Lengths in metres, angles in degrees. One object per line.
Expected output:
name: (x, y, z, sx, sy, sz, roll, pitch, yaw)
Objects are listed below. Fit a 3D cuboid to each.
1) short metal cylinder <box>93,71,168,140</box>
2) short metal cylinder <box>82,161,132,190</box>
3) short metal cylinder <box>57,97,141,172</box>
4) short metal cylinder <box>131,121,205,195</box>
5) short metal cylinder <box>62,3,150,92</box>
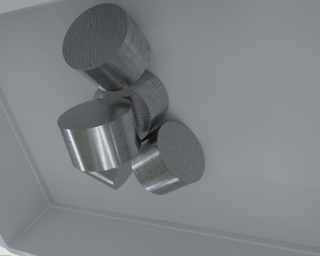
short metal cylinder: (-0.036, -0.029, 0.391, 0.080, 0.050, 0.079, 13, 124, 21)
short metal cylinder: (-0.064, 0.038, 0.428, 0.050, 0.080, 0.079, 26, 128, 12)
short metal cylinder: (-0.065, 0.004, 0.343, 0.080, 0.080, 0.050, 3, 120, 26)
short metal cylinder: (0.011, 0.038, 0.389, 0.050, 0.080, 0.080, -32, 101, 39)
short metal cylinder: (-0.058, -0.087, 0.340, 0.080, 0.080, 0.050, 4, 163, 26)
